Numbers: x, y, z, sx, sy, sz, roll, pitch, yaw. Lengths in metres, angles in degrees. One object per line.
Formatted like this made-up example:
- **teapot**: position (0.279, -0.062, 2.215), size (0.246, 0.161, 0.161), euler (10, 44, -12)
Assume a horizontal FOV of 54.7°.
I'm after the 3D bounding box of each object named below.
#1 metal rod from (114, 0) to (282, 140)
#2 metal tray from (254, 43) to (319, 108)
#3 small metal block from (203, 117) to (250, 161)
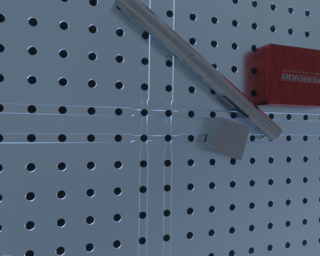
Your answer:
- **metal rod**: position (0.063, -0.080, 0.435), size (0.301, 0.025, 0.025), euler (38, 78, -16)
- **metal tray**: position (0.213, -0.079, 0.488), size (0.131, 0.030, 0.089), euler (1, 90, -20)
- **small metal block**: position (0.096, 0.016, 0.448), size (0.050, 0.025, 0.050), euler (18, 84, -19)
